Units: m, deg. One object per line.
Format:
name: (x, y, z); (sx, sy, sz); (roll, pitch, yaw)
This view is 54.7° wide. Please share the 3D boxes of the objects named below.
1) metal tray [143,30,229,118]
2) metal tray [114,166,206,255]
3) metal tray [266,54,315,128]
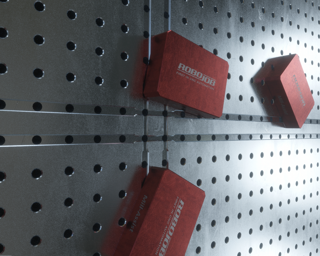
metal tray: (0.043, -0.071, 0.444); (0.131, 0.030, 0.090); (16, 80, -39)
metal tray: (0.004, 0.128, 0.412); (0.090, 0.030, 0.130); (36, 68, -34)
metal tray: (0.271, -0.074, 0.637); (0.090, 0.030, 0.130); (-48, 119, -30)
